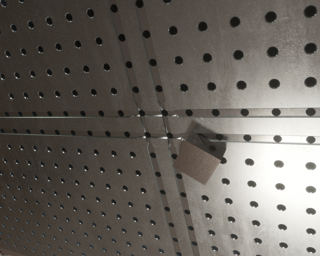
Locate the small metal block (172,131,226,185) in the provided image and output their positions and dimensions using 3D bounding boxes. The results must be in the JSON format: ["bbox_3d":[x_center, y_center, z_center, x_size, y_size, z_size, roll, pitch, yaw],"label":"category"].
[{"bbox_3d":[0.051,0.040,0.408,0.050,0.025,0.050,30,128,8],"label":"small metal block"}]
